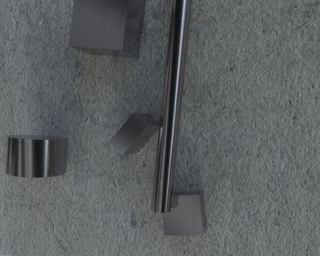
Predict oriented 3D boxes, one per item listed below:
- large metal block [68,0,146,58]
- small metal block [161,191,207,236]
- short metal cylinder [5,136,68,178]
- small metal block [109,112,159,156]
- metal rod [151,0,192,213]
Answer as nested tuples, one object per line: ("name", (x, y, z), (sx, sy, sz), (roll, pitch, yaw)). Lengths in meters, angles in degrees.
("large metal block", (-0.070, -0.142, 0.419), (0.080, 0.050, 0.079), (9, 93, 19))
("small metal block", (0.031, 0.109, 0.397), (0.050, 0.025, 0.050), (-6, 88, 19))
("short metal cylinder", (-0.173, 0.038, 0.439), (0.080, 0.080, 0.050), (4, 92, 19))
("small metal block", (-0.031, 0.007, 0.406), (0.025, 0.050, 0.050), (44, 103, 14))
("metal rod", (0.016, -0.047, 0.388), (0.025, 0.025, 0.298), (5, 86, 19))
